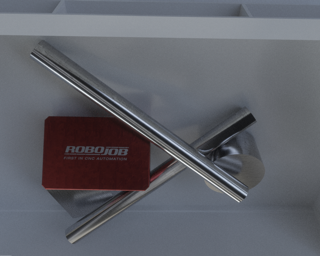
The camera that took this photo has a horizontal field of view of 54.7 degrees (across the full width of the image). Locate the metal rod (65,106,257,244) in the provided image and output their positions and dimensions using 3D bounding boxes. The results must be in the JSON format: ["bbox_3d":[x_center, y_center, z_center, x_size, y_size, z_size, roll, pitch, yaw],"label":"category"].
[{"bbox_3d":[-0.005,0.068,0.417,0.300,0.025,0.025,-35,123,9],"label":"metal rod"}]

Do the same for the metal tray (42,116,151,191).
[{"bbox_3d":[-0.078,0.032,0.394,0.131,0.030,0.089,1,86,0],"label":"metal tray"}]

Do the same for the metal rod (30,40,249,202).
[{"bbox_3d":[-0.014,0.000,0.368,0.301,0.025,0.025,36,122,-12],"label":"metal rod"}]

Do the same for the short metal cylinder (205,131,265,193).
[{"bbox_3d":[0.099,0.047,0.431,0.081,0.050,0.079,0,130,0],"label":"short metal cylinder"}]

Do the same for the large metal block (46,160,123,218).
[{"bbox_3d":[-0.107,0.082,0.455,0.080,0.050,0.080,-15,129,12],"label":"large metal block"}]
